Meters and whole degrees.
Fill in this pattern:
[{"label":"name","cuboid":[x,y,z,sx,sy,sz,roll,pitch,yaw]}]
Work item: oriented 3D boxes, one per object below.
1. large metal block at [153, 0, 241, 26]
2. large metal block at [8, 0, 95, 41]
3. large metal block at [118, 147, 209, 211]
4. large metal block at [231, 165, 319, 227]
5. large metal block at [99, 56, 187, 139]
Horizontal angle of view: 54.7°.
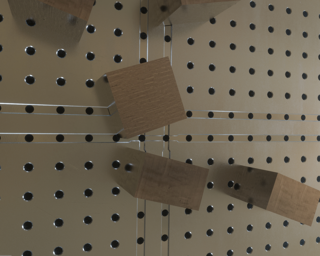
[{"label":"large metal block","cuboid":[0.043,-0.172,0.400,0.081,0.080,0.050,-13,95,-20]},{"label":"large metal block","cuboid":[-0.116,-0.144,0.341,0.081,0.080,0.050,18,84,-20]},{"label":"large metal block","cuboid":[0.001,0.061,0.385,0.081,0.080,0.050,17,85,-20]},{"label":"large metal block","cuboid":[0.164,0.095,0.446,0.080,0.080,0.050,23,82,-19]},{"label":"large metal block","cuboid":[-0.023,-0.037,0.392,0.081,0.050,0.080,-19,97,-19]}]
